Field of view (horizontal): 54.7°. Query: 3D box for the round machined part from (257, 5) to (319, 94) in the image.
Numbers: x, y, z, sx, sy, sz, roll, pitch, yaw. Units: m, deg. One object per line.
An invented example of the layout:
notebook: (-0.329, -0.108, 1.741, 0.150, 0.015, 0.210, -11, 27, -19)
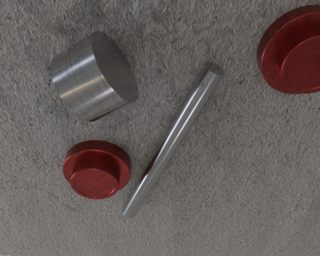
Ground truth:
round machined part: (0.159, -0.076, 0.333, 0.099, 0.042, 0.097, 0, 130, 0)

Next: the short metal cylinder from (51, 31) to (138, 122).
short metal cylinder: (-0.066, -0.053, 0.325, 0.050, 0.080, 0.080, -24, 126, 19)

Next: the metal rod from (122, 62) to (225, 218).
metal rod: (0.005, 0.038, 0.439, 0.025, 0.025, 0.298, 18, 128, -15)

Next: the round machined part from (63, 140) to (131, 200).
round machined part: (-0.092, 0.067, 0.452, 0.099, 0.042, 0.097, 0, 130, 0)
